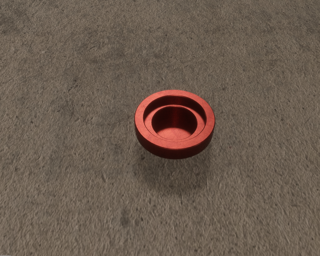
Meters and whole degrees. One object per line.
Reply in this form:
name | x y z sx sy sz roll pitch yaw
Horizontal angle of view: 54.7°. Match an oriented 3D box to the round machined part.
round machined part | 0.018 0.000 0.393 0.099 0.042 0.098 0 50 0
